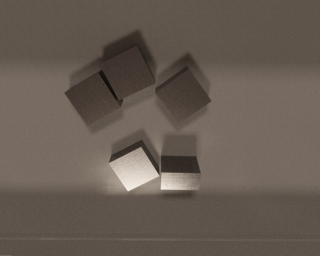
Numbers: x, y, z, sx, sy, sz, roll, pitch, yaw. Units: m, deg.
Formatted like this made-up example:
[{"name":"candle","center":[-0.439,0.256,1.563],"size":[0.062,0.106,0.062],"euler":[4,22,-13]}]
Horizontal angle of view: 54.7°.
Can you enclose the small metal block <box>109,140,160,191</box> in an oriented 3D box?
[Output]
[{"name":"small metal block","center":[-0.035,0.052,0.430],"size":[0.050,0.025,0.050],"euler":[-27,108,9]}]

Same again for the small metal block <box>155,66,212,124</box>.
[{"name":"small metal block","center":[0.029,-0.043,0.396],"size":[0.050,0.025,0.050],"euler":[-35,107,11]}]

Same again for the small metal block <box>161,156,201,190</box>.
[{"name":"small metal block","center":[0.026,0.060,0.421],"size":[0.050,0.050,0.025],"euler":[1,110,-1]}]

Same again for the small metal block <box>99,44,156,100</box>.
[{"name":"small metal block","center":[-0.039,-0.070,0.385],"size":[0.050,0.025,0.050],"euler":[-24,109,8]}]

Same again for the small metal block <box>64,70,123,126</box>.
[{"name":"small metal block","center":[-0.084,-0.039,0.396],"size":[0.050,0.025,0.050],"euler":[-28,108,9]}]
